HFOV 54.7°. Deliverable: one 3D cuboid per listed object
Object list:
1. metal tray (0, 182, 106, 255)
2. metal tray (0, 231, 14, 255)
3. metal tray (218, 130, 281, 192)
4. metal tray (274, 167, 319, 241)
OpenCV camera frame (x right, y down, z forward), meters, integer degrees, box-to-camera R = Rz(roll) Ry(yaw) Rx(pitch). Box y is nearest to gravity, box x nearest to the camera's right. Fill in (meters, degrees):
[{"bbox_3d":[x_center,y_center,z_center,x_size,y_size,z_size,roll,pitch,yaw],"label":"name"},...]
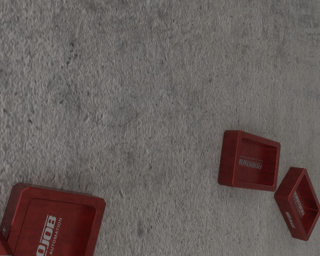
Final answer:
[{"bbox_3d":[-0.113,0.126,0.306,0.091,0.030,0.129,21,77,-38],"label":"metal tray"},{"bbox_3d":[-0.169,0.150,0.232,0.131,0.030,0.090,-26,96,-24],"label":"metal tray"},{"bbox_3d":[0.157,0.059,0.532,0.131,0.030,0.090,14,81,-39],"label":"metal tray"},{"bbox_3d":[0.289,0.157,0.643,0.090,0.030,0.130,-45,117,-31],"label":"metal tray"}]
